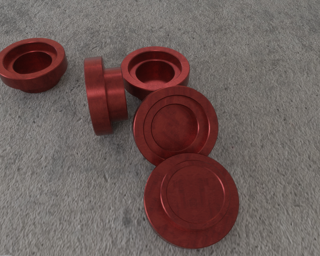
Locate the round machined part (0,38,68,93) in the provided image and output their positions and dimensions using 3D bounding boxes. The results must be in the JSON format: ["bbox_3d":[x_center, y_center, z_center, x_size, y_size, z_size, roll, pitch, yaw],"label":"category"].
[{"bbox_3d":[-0.189,-0.090,0.467,0.099,0.042,0.098,0,50,0],"label":"round machined part"}]

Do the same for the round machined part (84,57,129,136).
[{"bbox_3d":[-0.065,-0.041,0.390,0.042,0.097,0.098,-8,51,-7],"label":"round machined part"}]

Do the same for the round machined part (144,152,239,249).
[{"bbox_3d":[0.033,0.071,0.316,0.099,0.042,0.098,2,66,-4],"label":"round machined part"}]

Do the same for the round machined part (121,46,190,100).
[{"bbox_3d":[-0.007,-0.074,0.454,0.099,0.042,0.098,0,50,0],"label":"round machined part"}]

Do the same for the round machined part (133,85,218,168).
[{"bbox_3d":[0.016,-0.001,0.371,0.099,0.097,0.042,-1,5,-10],"label":"round machined part"}]
